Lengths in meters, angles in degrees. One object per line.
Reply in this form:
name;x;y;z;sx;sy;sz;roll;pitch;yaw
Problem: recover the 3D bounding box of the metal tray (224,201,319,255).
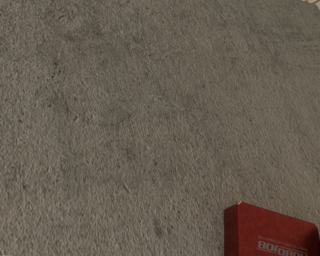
metal tray;0.143;0.153;0.387;0.131;0.030;0.090;20;54;-17
